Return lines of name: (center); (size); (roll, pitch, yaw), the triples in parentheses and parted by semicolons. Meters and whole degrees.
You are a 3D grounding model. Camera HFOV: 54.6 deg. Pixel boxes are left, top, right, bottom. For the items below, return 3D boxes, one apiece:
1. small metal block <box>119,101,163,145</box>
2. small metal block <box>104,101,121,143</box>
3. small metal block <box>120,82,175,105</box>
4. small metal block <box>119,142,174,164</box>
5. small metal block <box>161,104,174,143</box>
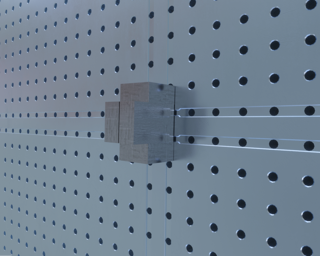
small metal block: (-0.022, -0.006, 0.380); (0.025, 0.050, 0.050); (3, 92, 41)
small metal block: (-0.043, -0.007, 0.396); (0.025, 0.050, 0.050); (2, 92, 40)
small metal block: (-0.016, -0.044, 0.407); (0.050, 0.050, 0.025); (3, 92, 40)
small metal block: (-0.017, 0.030, 0.408); (0.050, 0.050, 0.025); (2, 91, 40)
small metal block: (-0.009, -0.007, 0.417); (0.050, 0.025, 0.050); (2, 92, 41)
